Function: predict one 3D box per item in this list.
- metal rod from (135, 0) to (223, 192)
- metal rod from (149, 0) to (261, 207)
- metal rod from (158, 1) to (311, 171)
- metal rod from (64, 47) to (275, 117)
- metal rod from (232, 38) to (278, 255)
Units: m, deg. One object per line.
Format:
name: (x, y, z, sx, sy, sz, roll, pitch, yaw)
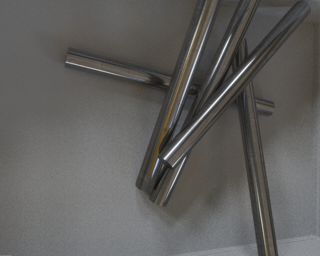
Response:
metal rod: (0.026, -0.056, 0.356, 0.025, 0.025, 0.298, 12, 111, -20)
metal rod: (0.059, -0.037, 0.408, 0.025, 0.025, 0.299, 24, 91, -19)
metal rod: (0.105, -0.065, 0.400, 0.025, 0.025, 0.301, 47, 73, -14)
metal rod: (0.028, -0.057, 0.421, 0.302, 0.025, 0.025, 11, 86, -20)
metal rod: (0.126, 0.026, 0.420, 0.025, 0.025, 0.298, -4, 83, -20)
